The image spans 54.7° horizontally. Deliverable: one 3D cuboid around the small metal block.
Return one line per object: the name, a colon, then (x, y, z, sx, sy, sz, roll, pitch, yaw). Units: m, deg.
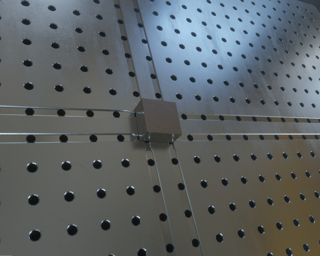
small metal block: (-0.003, -0.009, 0.414, 0.050, 0.025, 0.050, 5, 60, -26)
